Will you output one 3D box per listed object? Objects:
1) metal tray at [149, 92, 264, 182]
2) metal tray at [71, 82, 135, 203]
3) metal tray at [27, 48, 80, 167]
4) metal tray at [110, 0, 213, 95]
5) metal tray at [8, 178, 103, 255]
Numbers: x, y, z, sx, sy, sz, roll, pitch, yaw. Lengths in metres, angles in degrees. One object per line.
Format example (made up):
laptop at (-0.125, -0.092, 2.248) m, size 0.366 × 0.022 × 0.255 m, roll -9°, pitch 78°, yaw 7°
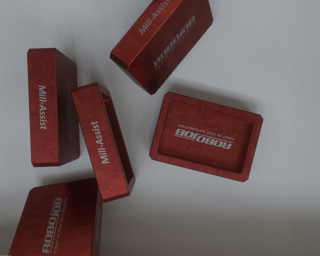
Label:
metal tray at (0.059, 0.012, 0.409) m, size 0.131 × 0.030 × 0.089 m, roll 14°, pitch 90°, yaw -1°
metal tray at (-0.065, 0.015, 0.378) m, size 0.030 × 0.090 × 0.129 m, roll -16°, pitch 90°, yaw 0°
metal tray at (-0.126, -0.023, 0.377) m, size 0.030 × 0.090 × 0.129 m, roll -2°, pitch 90°, yaw 0°
metal tray at (0.007, -0.111, 0.376) m, size 0.030 × 0.090 × 0.130 m, roll 39°, pitch 90°, yaw 22°
metal tray at (-0.117, 0.120, 0.361) m, size 0.091 × 0.130 × 0.030 m, roll -9°, pitch 126°, yaw 0°
